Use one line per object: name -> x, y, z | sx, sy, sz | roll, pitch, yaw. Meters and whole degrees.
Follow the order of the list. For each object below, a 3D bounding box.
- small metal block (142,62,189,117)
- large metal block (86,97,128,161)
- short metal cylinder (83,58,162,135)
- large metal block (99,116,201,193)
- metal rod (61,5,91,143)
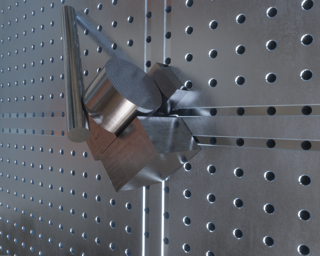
small metal block -> 0.002, -0.049, 0.407 | 0.050, 0.025, 0.050 | -49, 62, 28
large metal block -> -0.059, -0.006, 0.421 | 0.050, 0.081, 0.080 | -45, 63, 30
short metal cylinder -> -0.045, -0.038, 0.375 | 0.050, 0.081, 0.080 | -44, 64, 31
large metal block -> -0.012, 0.031, 0.379 | 0.080, 0.081, 0.050 | -45, 64, 30
metal rod -> -0.125, -0.097, 0.442 | 0.025, 0.025, 0.300 | -49, 40, 29
